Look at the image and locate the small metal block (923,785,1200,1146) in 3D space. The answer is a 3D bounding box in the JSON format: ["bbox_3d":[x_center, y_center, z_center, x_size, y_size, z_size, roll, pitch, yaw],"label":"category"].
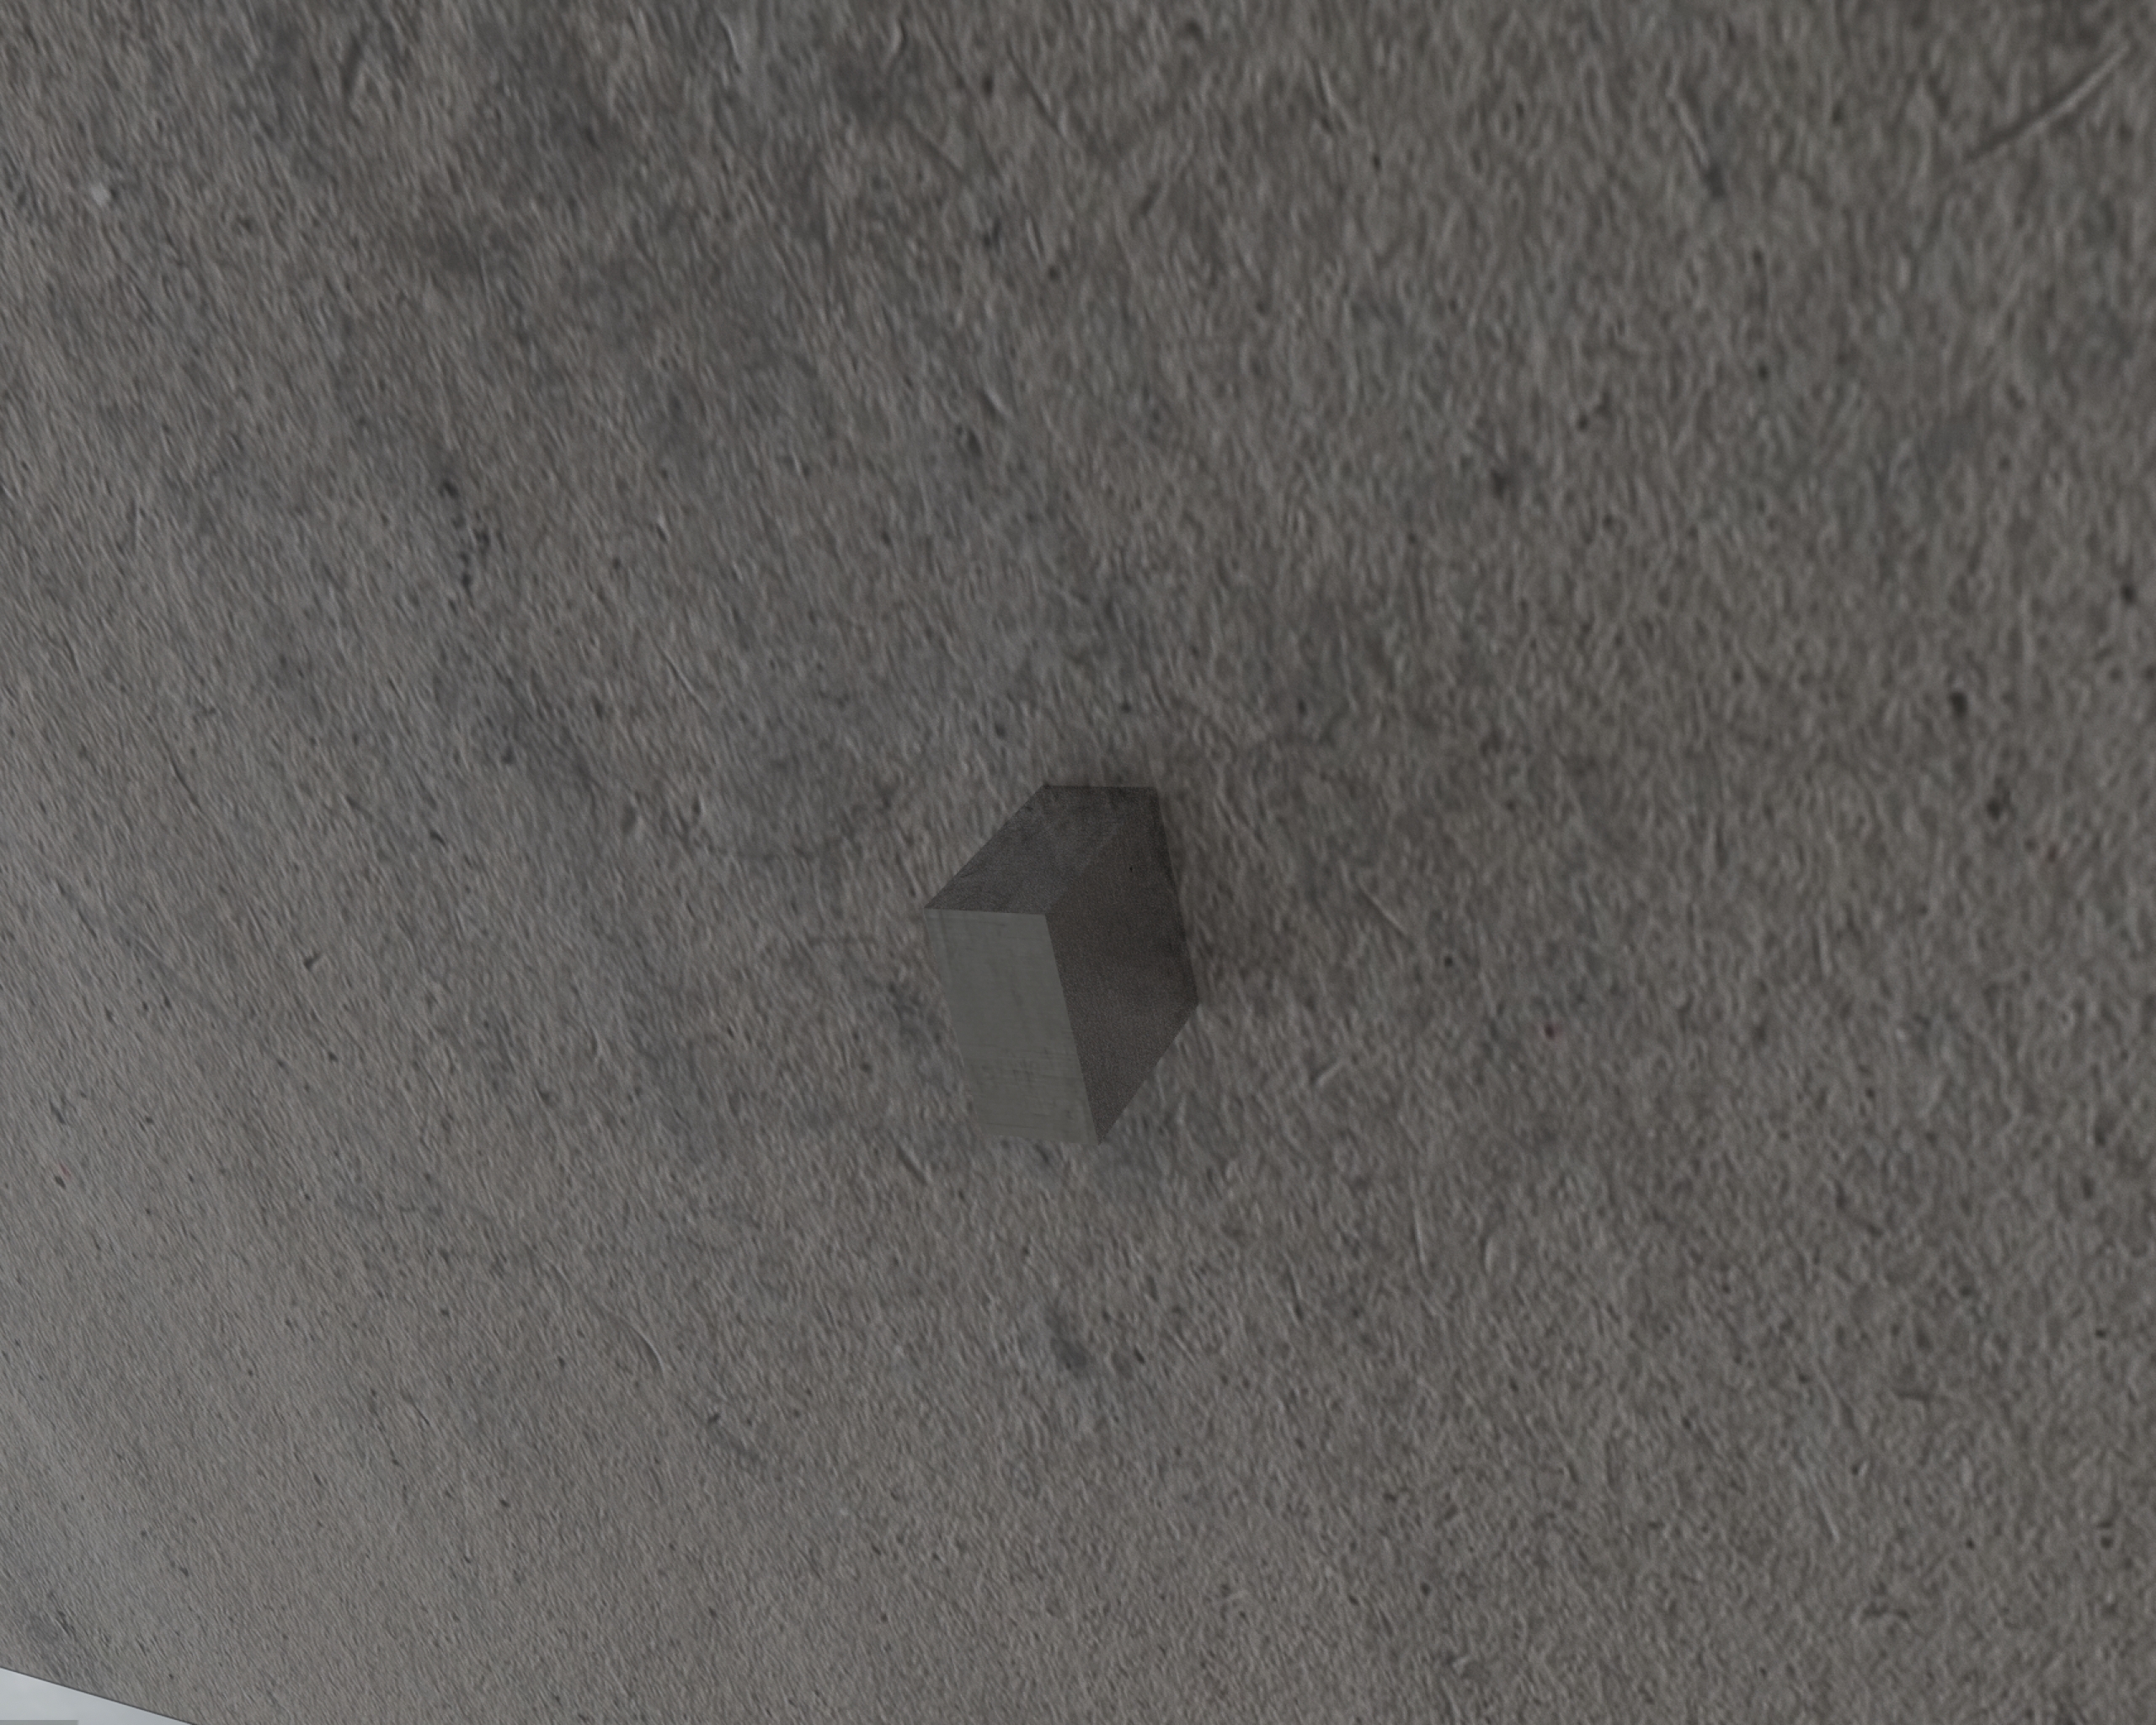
[{"bbox_3d":[-0.002,0.019,0.404,0.025,0.050,0.050,2,119,27],"label":"small metal block"}]
